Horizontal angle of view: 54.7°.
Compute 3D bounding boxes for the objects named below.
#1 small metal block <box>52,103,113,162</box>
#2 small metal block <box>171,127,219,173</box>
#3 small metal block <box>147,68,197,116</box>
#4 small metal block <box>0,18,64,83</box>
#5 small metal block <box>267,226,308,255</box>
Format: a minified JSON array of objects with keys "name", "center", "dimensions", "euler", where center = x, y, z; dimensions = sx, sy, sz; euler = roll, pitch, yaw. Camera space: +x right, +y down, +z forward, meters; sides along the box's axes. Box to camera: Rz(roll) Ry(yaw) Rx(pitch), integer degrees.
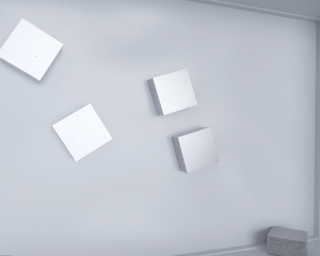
[{"name":"small metal block","center":[-0.094,0.005,0.376],"dimensions":[0.050,0.025,0.050],"euler":[-34,101,-17]},{"name":"small metal block","center":[0.049,0.029,0.428],"dimensions":[0.050,0.025,0.050],"euler":[-17,96,-19]},{"name":"small metal block","center":[0.016,-0.048,0.416],"dimensions":[0.050,0.025,0.050],"euler":[-19,97,-19]},{"name":"small metal block","center":[-0.148,-0.087,0.356],"dimensions":[0.050,0.025,0.050],"euler":[32,80,-17]},{"name":"small metal block","center":[0.188,0.168,0.456],"dimensions":[0.050,0.050,0.025],"euler":[0,90,-62]}]
